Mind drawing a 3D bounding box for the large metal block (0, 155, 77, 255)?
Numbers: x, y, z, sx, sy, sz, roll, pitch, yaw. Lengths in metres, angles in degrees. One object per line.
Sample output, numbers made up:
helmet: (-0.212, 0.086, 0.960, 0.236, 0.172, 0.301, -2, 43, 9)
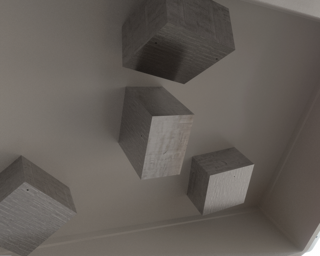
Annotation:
large metal block: (-0.160, 0.092, 0.362, 0.080, 0.050, 0.080, -40, 130, -1)

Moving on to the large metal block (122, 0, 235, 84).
large metal block: (0.016, -0.093, 0.317, 0.081, 0.050, 0.080, 10, 156, -33)

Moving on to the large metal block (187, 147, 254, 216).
large metal block: (0.095, 0.084, 0.496, 0.081, 0.050, 0.079, -10, 123, -23)

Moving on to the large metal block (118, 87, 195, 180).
large metal block: (-0.009, 0.003, 0.370, 0.050, 0.080, 0.079, -4, 120, -27)
